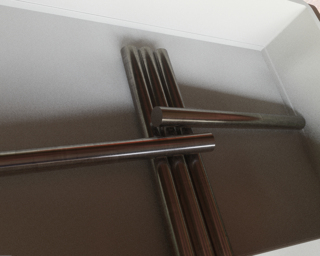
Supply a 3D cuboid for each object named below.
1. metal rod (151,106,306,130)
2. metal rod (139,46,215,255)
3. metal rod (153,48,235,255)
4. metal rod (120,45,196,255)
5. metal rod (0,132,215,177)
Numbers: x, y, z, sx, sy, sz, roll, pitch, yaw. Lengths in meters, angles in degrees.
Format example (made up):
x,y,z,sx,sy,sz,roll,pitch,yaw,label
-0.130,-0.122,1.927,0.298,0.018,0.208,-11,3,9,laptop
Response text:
x,y,z,sx,sy,sz,roll,pitch,yaw,label
0.120,-0.011,0.455,0.302,0.025,0.025,1,61,-35,metal rod
0.014,0.018,0.402,0.025,0.025,0.299,-1,62,-29,metal rod
0.036,0.018,0.414,0.025,0.025,0.299,-1,62,-29,metal rod
-0.008,0.019,0.390,0.025,0.025,0.299,-1,62,-29,metal rod
-0.076,0.028,0.326,0.303,0.025,0.025,-4,64,-24,metal rod
